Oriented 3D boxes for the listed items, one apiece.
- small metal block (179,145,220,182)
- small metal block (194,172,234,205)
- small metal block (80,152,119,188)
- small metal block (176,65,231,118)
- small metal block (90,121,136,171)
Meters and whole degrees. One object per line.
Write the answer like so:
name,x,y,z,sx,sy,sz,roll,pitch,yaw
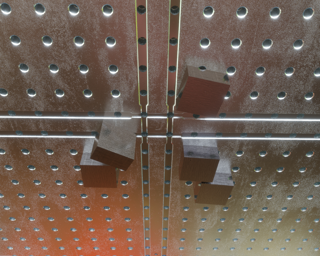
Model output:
small metal block,0.056,0.053,0.457,0.050,0.025,0.050,4,130,-4
small metal block,0.084,0.096,0.494,0.050,0.025,0.050,5,130,-5
small metal block,-0.090,0.064,0.465,0.050,0.025,0.050,2,130,-2
small metal block,0.050,-0.043,0.375,0.050,0.025,0.050,11,129,-9
small metal block,-0.061,0.024,0.415,0.050,0.050,0.025,23,127,-18
